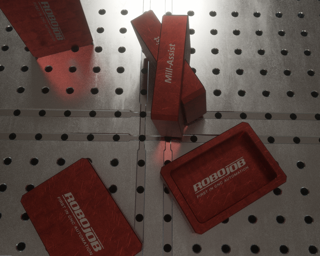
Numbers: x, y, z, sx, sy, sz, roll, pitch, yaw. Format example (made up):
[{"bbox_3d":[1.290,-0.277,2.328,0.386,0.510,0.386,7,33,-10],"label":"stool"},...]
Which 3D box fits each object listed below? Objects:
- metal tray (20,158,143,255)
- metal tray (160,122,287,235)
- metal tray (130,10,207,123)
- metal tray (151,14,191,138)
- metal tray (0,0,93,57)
[{"bbox_3d":[-0.091,0.113,0.367,0.090,0.030,0.130,-33,74,-12],"label":"metal tray"},{"bbox_3d":[0.077,0.061,0.387,0.131,0.030,0.090,-28,73,-10],"label":"metal tray"},{"bbox_3d":[0.013,-0.077,0.403,0.030,0.090,0.130,-31,73,0],"label":"metal tray"},{"bbox_3d":[0.017,-0.061,0.386,0.030,0.090,0.129,4,76,9],"label":"metal tray"},{"bbox_3d":[-0.148,-0.151,0.409,0.091,0.130,0.030,-17,71,-6],"label":"metal tray"}]
